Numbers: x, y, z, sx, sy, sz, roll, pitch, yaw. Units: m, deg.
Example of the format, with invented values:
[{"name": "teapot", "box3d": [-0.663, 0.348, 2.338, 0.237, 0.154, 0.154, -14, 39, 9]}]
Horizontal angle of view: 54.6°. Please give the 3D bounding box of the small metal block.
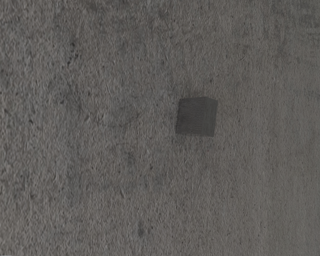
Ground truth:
[{"name": "small metal block", "box3d": [0.050, -0.015, 0.429, 0.025, 0.050, 0.050, 13, 82, -39]}]
